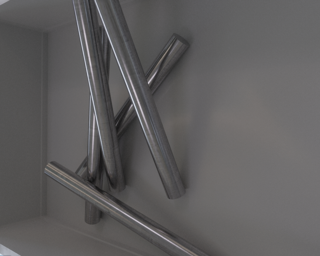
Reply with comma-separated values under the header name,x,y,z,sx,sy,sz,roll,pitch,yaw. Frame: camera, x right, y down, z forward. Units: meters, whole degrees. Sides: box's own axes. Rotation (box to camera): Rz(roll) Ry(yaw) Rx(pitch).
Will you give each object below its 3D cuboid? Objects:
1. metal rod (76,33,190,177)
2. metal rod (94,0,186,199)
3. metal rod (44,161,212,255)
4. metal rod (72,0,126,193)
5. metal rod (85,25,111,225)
name,x,y,z,sx,sy,sz,roll,pitch,yaw
metal rod,-0.057,-0.008,0.454,0.298,0.025,0.025,-50,61,28
metal rod,-0.027,-0.052,0.351,0.025,0.025,0.298,-6,111,40
metal rod,-0.046,0.116,0.413,0.300,0.025,0.025,23,105,27
metal rod,-0.076,-0.044,0.396,0.025,0.025,0.298,18,124,38
metal rod,-0.091,0.009,0.444,0.025,0.025,0.298,24,117,37
